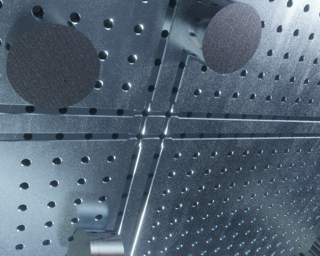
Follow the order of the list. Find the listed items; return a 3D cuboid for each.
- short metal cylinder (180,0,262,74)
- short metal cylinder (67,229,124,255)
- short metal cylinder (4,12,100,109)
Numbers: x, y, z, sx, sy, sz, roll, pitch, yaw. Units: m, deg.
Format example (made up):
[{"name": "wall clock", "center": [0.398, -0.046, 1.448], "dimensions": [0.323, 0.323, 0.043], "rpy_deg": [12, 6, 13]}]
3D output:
[{"name": "short metal cylinder", "center": [0.072, -0.111, 0.367], "dimensions": [0.081, 0.050, 0.079], "rpy_deg": [-14, 124, -21]}, {"name": "short metal cylinder", "center": [-0.094, 0.187, 0.441], "dimensions": [0.050, 0.080, 0.080], "rpy_deg": [16, 110, -35]}, {"name": "short metal cylinder", "center": [-0.104, -0.065, 0.298], "dimensions": [0.081, 0.050, 0.079], "rpy_deg": [-14, 124, -21]}]
